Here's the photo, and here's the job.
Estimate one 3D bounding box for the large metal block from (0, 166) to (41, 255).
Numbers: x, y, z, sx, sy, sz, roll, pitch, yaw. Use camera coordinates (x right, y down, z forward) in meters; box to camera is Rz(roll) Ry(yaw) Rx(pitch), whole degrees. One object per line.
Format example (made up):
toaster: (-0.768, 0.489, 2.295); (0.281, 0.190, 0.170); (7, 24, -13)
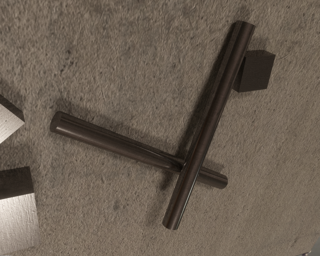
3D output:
large metal block: (-0.184, 0.097, 0.350); (0.081, 0.050, 0.079); (-8, 122, -24)

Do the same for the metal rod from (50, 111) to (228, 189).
metal rod: (-0.005, 0.042, 0.431); (0.302, 0.025, 0.025); (24, 105, -37)

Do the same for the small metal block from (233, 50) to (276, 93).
small metal block: (0.126, -0.079, 0.429); (0.050, 0.025, 0.050); (-10, 123, -24)

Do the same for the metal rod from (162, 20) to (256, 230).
metal rod: (0.062, 0.006, 0.423); (0.025, 0.025, 0.298); (10, 106, -33)

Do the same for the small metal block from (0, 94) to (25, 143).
small metal block: (-0.173, -0.010, 0.306); (0.050, 0.025, 0.050); (-40, 130, -1)
